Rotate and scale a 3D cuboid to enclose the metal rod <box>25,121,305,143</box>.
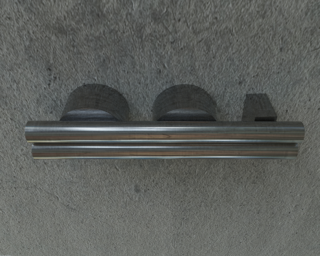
[{"bbox_3d":[0.006,0.004,0.346,0.302,0.025,0.025,0,130,-1],"label":"metal rod"}]

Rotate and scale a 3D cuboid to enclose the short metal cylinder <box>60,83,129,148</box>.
[{"bbox_3d":[-0.080,-0.008,0.384,0.081,0.050,0.079,0,130,0],"label":"short metal cylinder"}]

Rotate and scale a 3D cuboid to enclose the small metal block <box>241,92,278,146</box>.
[{"bbox_3d":[0.121,-0.010,0.387,0.025,0.050,0.050,-1,130,1],"label":"small metal block"}]

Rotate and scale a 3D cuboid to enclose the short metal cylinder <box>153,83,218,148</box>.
[{"bbox_3d":[0.030,-0.008,0.386,0.081,0.050,0.079,0,130,0],"label":"short metal cylinder"}]

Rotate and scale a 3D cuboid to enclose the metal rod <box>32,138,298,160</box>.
[{"bbox_3d":[0.006,0.024,0.363,0.302,0.025,0.025,0,130,-1],"label":"metal rod"}]
